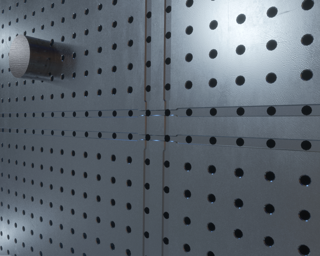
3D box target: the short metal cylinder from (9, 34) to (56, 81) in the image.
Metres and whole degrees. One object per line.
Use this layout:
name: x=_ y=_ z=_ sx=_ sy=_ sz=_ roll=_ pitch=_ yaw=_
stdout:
short metal cylinder: x=-0.245 y=-0.133 z=0.591 sx=0.080 sy=0.050 sz=0.079 roll=0 pitch=90 yaw=39
